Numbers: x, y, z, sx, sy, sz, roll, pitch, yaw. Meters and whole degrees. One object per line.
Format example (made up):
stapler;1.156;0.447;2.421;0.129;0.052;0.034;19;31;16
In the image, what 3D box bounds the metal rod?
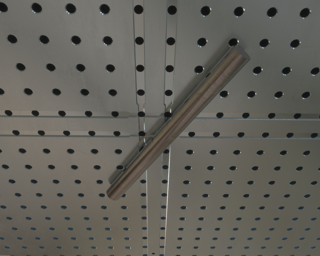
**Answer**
metal rod;0.007;0.011;0.421;0.025;0.025;0.298;27;125;-21
